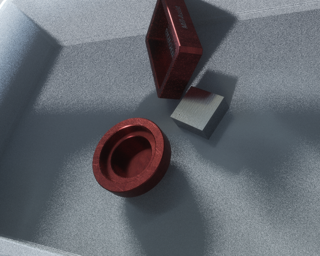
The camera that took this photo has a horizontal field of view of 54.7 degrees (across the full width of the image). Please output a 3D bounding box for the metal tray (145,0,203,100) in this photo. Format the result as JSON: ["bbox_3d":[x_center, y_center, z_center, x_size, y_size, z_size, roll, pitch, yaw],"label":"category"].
[{"bbox_3d":[0.014,-0.115,0.427,0.030,0.089,0.130,2,52,-19],"label":"metal tray"}]

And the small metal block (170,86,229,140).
[{"bbox_3d":[0.050,-0.020,0.391,0.050,0.025,0.050,26,75,36],"label":"small metal block"}]

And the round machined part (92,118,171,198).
[{"bbox_3d":[-0.031,0.039,0.386,0.098,0.042,0.098,-13,56,20],"label":"round machined part"}]
